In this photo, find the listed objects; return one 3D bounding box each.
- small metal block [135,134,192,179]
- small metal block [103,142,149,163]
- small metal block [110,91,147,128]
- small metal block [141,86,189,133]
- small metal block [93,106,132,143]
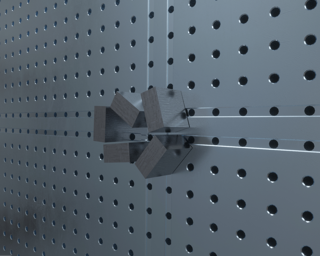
[{"bbox_3d":[0.004,0.035,0.390,0.025,0.050,0.050,50,120,29],"label":"small metal block"},{"bbox_3d":[-0.042,0.033,0.428,0.050,0.050,0.025,-6,86,40],"label":"small metal block"},{"bbox_3d":[-0.030,-0.025,0.419,0.050,0.050,0.025,41,116,32],"label":"small metal block"},{"bbox_3d":[0.007,-0.022,0.388,0.025,0.050,0.050,-21,76,38],"label":"small metal block"},{"bbox_3d":[-0.068,-0.006,0.450,0.025,0.050,0.050,5,94,40],"label":"small metal block"}]
